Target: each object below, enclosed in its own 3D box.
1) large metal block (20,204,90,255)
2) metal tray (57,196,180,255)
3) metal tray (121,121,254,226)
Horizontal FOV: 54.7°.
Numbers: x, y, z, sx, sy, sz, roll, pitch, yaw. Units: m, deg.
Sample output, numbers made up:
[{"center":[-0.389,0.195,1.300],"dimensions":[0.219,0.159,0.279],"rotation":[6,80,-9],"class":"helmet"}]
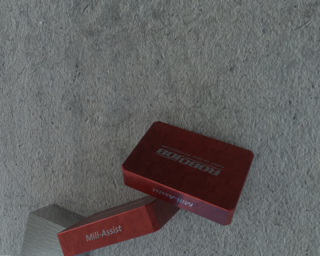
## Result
[{"center":[-0.146,0.166,0.446],"dimensions":[0.080,0.050,0.079],"rotation":[15,95,19],"class":"large metal block"},{"center":[-0.049,0.117,0.390],"dimensions":[0.130,0.090,0.030],"rotation":[-22,84,18],"class":"metal tray"},{"center":[0.033,0.047,0.363],"dimensions":[0.130,0.090,0.030],"rotation":[18,137,18],"class":"metal tray"}]
